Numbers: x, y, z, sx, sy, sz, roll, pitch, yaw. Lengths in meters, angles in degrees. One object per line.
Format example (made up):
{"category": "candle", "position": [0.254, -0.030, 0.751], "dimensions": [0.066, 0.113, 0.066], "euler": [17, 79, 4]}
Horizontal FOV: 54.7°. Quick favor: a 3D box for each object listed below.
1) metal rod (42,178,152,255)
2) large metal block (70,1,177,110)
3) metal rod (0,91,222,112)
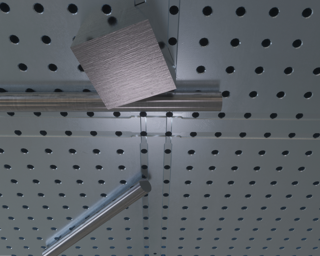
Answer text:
{"category": "metal rod", "position": [-0.125, 0.174, 0.558], "dimensions": [0.025, 0.025, 0.299], "euler": [35, 122, -26]}
{"category": "large metal block", "position": [-0.034, -0.075, 0.331], "dimensions": [0.080, 0.050, 0.080], "euler": [-16, 129, 13]}
{"category": "metal rod", "position": [-0.076, -0.032, 0.383], "dimensions": [0.302, 0.025, 0.025], "euler": [0, 130, 0]}
